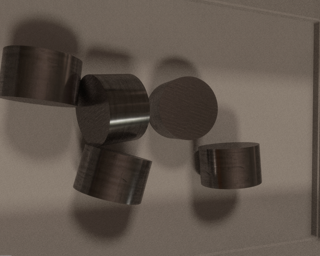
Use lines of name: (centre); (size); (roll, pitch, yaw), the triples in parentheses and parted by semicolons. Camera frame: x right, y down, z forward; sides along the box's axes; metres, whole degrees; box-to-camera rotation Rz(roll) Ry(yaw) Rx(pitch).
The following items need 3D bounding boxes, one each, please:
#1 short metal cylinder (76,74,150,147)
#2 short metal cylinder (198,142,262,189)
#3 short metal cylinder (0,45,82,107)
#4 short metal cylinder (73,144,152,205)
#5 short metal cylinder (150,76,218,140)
short metal cylinder: (-0.056, -0.022, 0.355); (0.050, 0.080, 0.079); (-9, 94, -39)
short metal cylinder: (0.094, 0.048, 0.418); (0.081, 0.080, 0.050); (-5, 92, -20)
short metal cylinder: (-0.128, -0.052, 0.334); (0.081, 0.080, 0.050); (6, 88, -20)
short metal cylinder: (-0.054, 0.053, 0.362); (0.081, 0.080, 0.050); (17, 85, -20)
short metal cylinder: (0.028, -0.025, 0.409); (0.081, 0.050, 0.079); (0, 90, -21)
